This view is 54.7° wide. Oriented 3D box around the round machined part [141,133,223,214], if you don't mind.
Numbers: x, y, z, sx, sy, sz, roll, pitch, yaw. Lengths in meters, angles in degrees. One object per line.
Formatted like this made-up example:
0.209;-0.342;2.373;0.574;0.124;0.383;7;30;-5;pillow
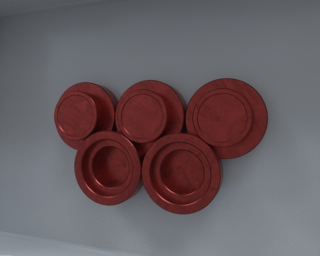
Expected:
0.030;0.054;0.389;0.098;0.042;0.097;0;90;20;round machined part

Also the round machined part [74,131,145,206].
-0.063;0.052;0.422;0.098;0.042;0.097;0;90;20;round machined part

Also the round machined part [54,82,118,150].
-0.108;-0.016;0.437;0.098;0.042;0.097;0;89;19;round machined part

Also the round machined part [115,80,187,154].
-0.016;-0.014;0.405;0.098;0.042;0.097;0;89;20;round machined part

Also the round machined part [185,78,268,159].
0.077;-0.011;0.371;0.098;0.042;0.097;0;89;20;round machined part
